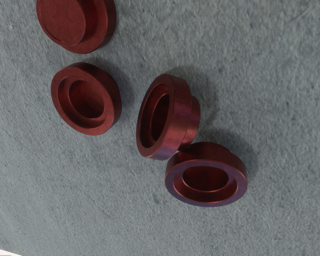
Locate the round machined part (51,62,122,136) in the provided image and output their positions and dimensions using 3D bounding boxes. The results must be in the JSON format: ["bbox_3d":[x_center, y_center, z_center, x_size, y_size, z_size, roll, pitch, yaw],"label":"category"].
[{"bbox_3d":[-0.094,-0.042,0.417,0.098,0.042,0.097,13,124,20],"label":"round machined part"}]

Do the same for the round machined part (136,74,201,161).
[{"bbox_3d":[0.011,-0.010,0.359,0.042,0.098,0.097,14,133,-24],"label":"round machined part"}]

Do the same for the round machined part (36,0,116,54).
[{"bbox_3d":[-0.105,-0.135,0.366,0.098,0.042,0.097,13,124,20],"label":"round machined part"}]

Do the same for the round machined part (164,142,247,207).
[{"bbox_3d":[0.057,0.054,0.385,0.099,0.042,0.097,5,135,5],"label":"round machined part"}]
